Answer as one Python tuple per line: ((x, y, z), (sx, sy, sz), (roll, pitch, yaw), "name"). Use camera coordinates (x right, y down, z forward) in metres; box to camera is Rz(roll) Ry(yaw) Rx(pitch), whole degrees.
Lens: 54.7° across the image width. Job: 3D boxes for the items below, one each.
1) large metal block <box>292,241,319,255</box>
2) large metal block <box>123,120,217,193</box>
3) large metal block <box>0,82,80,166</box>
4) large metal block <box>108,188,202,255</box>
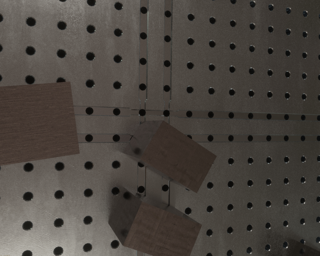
((0.265, 0.227, 0.484), (0.080, 0.080, 0.050), (27, 81, -19), "large metal block")
((0.009, 0.033, 0.388), (0.080, 0.080, 0.050), (33, 79, -17), "large metal block")
((-0.139, -0.006, 0.348), (0.081, 0.050, 0.079), (-8, 93, -20), "large metal block")
((-0.009, 0.118, 0.381), (0.080, 0.080, 0.050), (26, 81, -19), "large metal block")
